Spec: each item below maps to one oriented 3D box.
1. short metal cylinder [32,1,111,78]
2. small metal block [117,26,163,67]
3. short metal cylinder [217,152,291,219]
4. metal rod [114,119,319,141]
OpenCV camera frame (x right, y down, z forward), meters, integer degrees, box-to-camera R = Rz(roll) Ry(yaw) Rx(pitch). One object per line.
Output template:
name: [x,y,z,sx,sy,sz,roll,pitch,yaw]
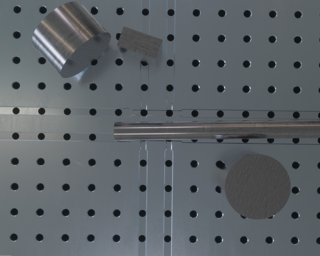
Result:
short metal cylinder: [-0.108,-0.108,0.385,0.080,0.080,0.050,-42,90,0]
small metal block: [-0.025,-0.104,0.401,0.050,0.050,0.025,19,90,0]
short metal cylinder: [0.119,0.072,0.402,0.081,0.050,0.079,0,90,0]
metal rod: [0.091,0.003,0.414,0.302,0.025,0.025,-1,90,0]
